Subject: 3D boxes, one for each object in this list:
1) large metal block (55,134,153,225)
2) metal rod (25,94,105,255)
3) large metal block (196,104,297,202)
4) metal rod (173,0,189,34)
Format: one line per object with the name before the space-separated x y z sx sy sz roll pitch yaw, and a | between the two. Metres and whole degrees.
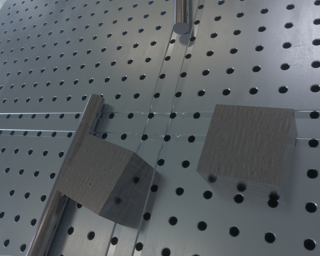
large metal block | -0.070 0.063 0.390 0.080 0.050 0.080 18 71 35
metal rod | -0.135 0.085 0.427 0.025 0.025 0.300 1 62 29
large metal block | 0.094 0.024 0.328 0.080 0.050 0.080 6 65 31
metal rod | 0.039 -0.286 0.563 0.025 0.025 0.299 -11 57 22
